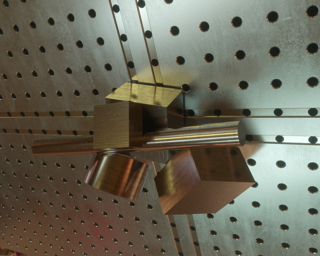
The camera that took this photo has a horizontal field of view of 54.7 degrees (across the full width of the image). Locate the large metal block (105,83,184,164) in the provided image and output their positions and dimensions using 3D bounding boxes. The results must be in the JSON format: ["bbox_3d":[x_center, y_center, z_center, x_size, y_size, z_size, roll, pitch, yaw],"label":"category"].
[{"bbox_3d":[-0.017,-0.007,0.394,0.080,0.050,0.079,10,123,22],"label":"large metal block"}]

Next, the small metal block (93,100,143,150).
[{"bbox_3d":[-0.048,-0.001,0.350,0.050,0.025,0.050,-6,81,31],"label":"small metal block"}]

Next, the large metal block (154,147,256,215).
[{"bbox_3d":[0.051,0.063,0.375,0.081,0.050,0.080,8,137,-31],"label":"large metal block"}]

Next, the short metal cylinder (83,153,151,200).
[{"bbox_3d":[-0.059,0.062,0.433,0.080,0.080,0.050,18,83,18],"label":"short metal cylinder"}]

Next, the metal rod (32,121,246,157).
[{"bbox_3d":[-0.049,0.017,0.378,0.300,0.025,0.025,-5,116,31],"label":"metal rod"}]
